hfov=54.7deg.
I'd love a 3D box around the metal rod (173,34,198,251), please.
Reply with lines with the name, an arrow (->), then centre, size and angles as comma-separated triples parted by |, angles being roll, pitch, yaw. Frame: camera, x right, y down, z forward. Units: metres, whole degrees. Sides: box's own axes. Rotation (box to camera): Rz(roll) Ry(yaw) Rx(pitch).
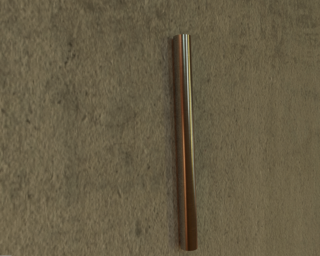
metal rod -> 0.036, 0.021, 0.437 | 0.025, 0.025, 0.298 | -4, 93, -40
